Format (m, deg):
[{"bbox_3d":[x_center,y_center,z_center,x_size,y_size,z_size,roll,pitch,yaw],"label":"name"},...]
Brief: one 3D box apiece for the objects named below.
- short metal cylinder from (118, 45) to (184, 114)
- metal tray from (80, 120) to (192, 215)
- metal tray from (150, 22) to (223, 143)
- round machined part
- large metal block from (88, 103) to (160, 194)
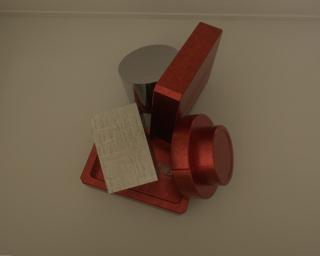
[{"bbox_3d":[-0.008,-0.064,0.402,0.080,0.050,0.080,-7,47,8],"label":"short metal cylinder"},{"bbox_3d":[-0.020,0.046,0.387,0.131,0.030,0.090,16,71,6],"label":"metal tray"},{"bbox_3d":[0.032,-0.056,0.378,0.030,0.089,0.130,24,56,11],"label":"metal tray"},{"bbox_3d":[0.054,0.032,0.355,0.042,0.098,0.098,-6,67,30],"label":"round machined part"},{"bbox_3d":[-0.036,0.022,0.346,0.050,0.080,0.080,-16,87,0],"label":"large metal block"}]
